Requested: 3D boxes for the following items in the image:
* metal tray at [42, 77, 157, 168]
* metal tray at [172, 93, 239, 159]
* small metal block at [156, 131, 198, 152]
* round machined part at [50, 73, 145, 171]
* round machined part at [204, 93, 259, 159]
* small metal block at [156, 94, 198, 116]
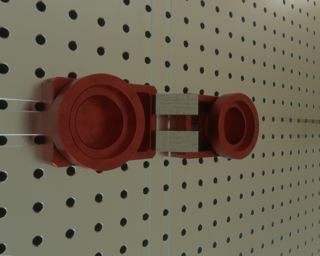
[{"bbox_3d":[-0.064,-0.007,0.354,0.131,0.030,0.089,-1,93,-40],"label":"metal tray"},{"bbox_3d":[0.076,-0.002,0.470,0.131,0.030,0.089,1,90,-40],"label":"metal tray"},{"bbox_3d":[0.022,0.016,0.392,0.050,0.050,0.025,1,90,4],"label":"small metal block"},{"bbox_3d":[-0.067,-0.006,0.325,0.099,0.042,0.097,0,90,-40],"label":"round machined part"},{"bbox_3d":[0.104,-0.003,0.469,0.099,0.042,0.097,0,90,-40],"label":"round machined part"},{"bbox_3d":[0.022,-0.028,0.393,0.050,0.050,0.025,1,90,4],"label":"small metal block"}]
